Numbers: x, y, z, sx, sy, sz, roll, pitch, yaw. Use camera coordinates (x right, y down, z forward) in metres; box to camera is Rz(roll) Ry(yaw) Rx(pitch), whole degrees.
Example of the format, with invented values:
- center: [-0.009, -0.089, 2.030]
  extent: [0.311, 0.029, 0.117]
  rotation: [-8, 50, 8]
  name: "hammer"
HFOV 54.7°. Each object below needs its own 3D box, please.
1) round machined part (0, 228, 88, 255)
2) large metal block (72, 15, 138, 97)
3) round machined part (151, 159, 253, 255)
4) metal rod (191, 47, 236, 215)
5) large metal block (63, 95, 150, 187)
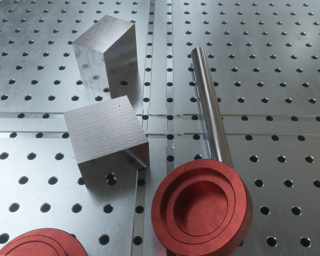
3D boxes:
- center: [-0.113, 0.138, 0.280]
  extent: [0.099, 0.042, 0.098]
  rotation: [0, 50, 0]
  name: "round machined part"
- center: [-0.077, -0.107, 0.462]
  extent: [0.050, 0.080, 0.080]
  rotation: [22, 53, 17]
  name: "large metal block"
- center: [0.044, 0.084, 0.310]
  extent: [0.098, 0.042, 0.098]
  rotation: [-17, 48, 21]
  name: "round machined part"
- center: [0.071, -0.008, 0.414]
  extent: [0.025, 0.025, 0.300]
  rotation: [-2, 50, -2]
  name: "metal rod"
- center: [-0.065, 0.014, 0.379]
  extent: [0.081, 0.050, 0.080]
  rotation: [-17, 52, -14]
  name: "large metal block"
